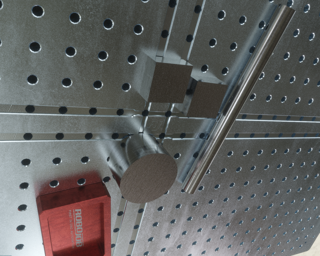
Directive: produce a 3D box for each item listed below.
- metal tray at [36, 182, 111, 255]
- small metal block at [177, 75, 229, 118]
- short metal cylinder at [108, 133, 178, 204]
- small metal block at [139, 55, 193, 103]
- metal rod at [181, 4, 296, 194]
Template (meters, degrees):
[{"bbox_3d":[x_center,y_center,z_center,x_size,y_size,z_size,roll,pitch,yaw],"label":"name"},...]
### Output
[{"bbox_3d":[-0.117,0.144,0.434,0.091,0.030,0.129,-10,123,-24],"label":"metal tray"},{"bbox_3d":[0.057,-0.042,0.419,0.050,0.025,0.050,2,118,-30],"label":"small metal block"},{"bbox_3d":[-0.024,0.054,0.417,0.081,0.050,0.079,-14,125,-21],"label":"short metal cylinder"},{"bbox_3d":[0.007,-0.059,0.380,0.050,0.025,0.050,-1,119,-29],"label":"small metal block"},{"bbox_3d":[0.106,-0.030,0.453,0.025,0.025,0.298,13,112,-34],"label":"metal rod"}]
